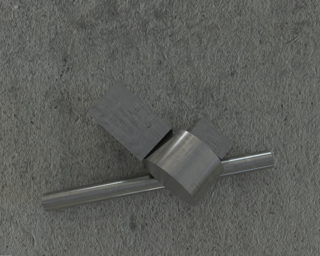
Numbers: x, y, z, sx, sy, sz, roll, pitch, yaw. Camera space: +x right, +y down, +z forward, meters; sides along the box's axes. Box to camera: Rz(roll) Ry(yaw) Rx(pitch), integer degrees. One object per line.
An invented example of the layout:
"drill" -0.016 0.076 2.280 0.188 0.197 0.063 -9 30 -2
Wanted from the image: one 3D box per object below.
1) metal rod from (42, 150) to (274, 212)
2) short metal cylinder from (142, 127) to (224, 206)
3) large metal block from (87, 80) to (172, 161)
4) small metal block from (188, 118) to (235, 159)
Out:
"metal rod" -0.002 0.069 0.410 0.302 0.025 0.025 -11 90 0
"short metal cylinder" 0.026 0.045 0.360 0.080 0.080 0.050 42 73 0
"large metal block" -0.034 -0.008 0.382 0.080 0.080 0.050 42 90 0
"small metal block" 0.062 0.012 0.398 0.050 0.050 0.025 38 90 0
